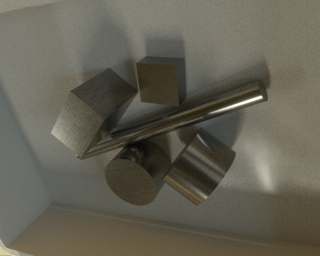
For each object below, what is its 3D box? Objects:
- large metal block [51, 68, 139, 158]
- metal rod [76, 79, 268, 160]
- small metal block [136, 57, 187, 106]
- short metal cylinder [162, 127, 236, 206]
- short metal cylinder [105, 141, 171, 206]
[{"bbox_3d":[-0.084,-0.021,0.402,0.050,0.080,0.080,40,129,1],"label":"large metal block"},{"bbox_3d":[-0.009,-0.001,0.410,0.300,0.025,0.025,-19,109,35],"label":"metal rod"},{"bbox_3d":[0.003,-0.056,0.369,0.050,0.025,0.050,8,122,23],"label":"small metal block"},{"bbox_3d":[0.046,0.046,0.375,0.050,0.080,0.079,37,129,3],"label":"short metal cylinder"},{"bbox_3d":[-0.031,0.064,0.444,0.080,0.050,0.079,13,124,20],"label":"short metal cylinder"}]
